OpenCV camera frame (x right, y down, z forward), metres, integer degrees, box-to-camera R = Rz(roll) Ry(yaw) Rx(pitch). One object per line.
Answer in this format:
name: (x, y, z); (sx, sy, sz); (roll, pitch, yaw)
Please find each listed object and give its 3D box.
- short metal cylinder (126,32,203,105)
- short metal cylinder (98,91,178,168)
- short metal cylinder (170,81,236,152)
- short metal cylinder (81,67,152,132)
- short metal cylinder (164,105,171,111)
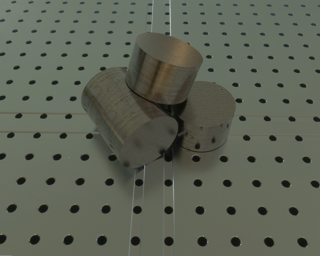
short metal cylinder: (0.004, -0.072, 0.368); (0.081, 0.050, 0.080); (14, 36, -10)
short metal cylinder: (-0.026, 0.002, 0.370); (0.081, 0.080, 0.050); (-27, 56, -21)
short metal cylinder: (0.054, -0.016, 0.404); (0.081, 0.050, 0.080); (0, 50, 0)
short metal cylinder: (-0.053, -0.031, 0.397); (0.081, 0.080, 0.050); (-27, 56, -21)
short metal cylinder: (0.009, -0.067, 0.447); (0.081, 0.050, 0.080); (0, 50, 0)
